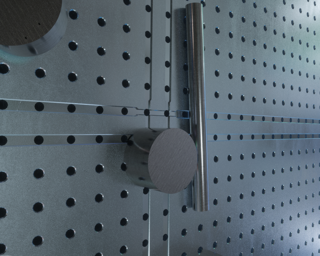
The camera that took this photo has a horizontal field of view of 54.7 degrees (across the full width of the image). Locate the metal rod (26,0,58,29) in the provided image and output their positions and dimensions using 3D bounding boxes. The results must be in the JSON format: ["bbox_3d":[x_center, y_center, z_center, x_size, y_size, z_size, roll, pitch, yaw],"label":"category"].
[{"bbox_3d":[-0.087,-0.244,0.334,0.025,0.025,0.299,22,76,-38],"label":"metal rod"}]

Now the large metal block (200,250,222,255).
[{"bbox_3d":[0.076,0.224,0.437,0.081,0.080,0.050,-9,96,-40],"label":"large metal block"}]

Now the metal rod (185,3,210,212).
[{"bbox_3d":[0.055,-0.029,0.454,0.025,0.025,0.298,-4,93,-40],"label":"metal rod"}]

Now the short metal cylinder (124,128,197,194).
[{"bbox_3d":[0.001,0.039,0.394,0.081,0.050,0.080,0,91,-40],"label":"short metal cylinder"}]

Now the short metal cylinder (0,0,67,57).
[{"bbox_3d":[-0.124,-0.106,0.268,0.081,0.050,0.079,-1,93,-12],"label":"short metal cylinder"}]
